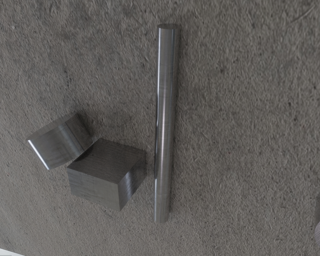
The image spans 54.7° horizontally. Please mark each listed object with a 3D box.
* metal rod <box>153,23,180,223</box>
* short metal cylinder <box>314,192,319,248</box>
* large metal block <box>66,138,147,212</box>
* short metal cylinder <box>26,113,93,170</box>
[{"bbox_3d":[0.006,0.016,0.413,0.025,0.025,0.298,15,125,20],"label":"metal rod"},{"bbox_3d":[0.216,0.106,0.342,0.080,0.050,0.079,13,124,21],"label":"short metal cylinder"},{"bbox_3d":[-0.074,0.064,0.450,0.080,0.080,0.050,14,124,20],"label":"large metal block"},{"bbox_3d":[-0.148,0.018,0.460,0.080,0.080,0.050,-15,110,34],"label":"short metal cylinder"}]
